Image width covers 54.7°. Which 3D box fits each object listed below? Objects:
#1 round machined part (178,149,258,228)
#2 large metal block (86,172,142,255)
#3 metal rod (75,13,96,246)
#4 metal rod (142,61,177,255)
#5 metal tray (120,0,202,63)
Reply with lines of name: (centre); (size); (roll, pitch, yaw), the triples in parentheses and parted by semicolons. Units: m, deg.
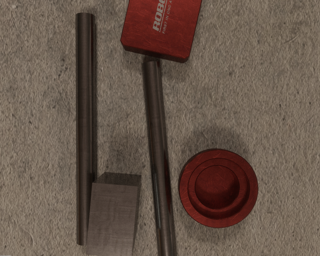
round machined part: (0.072, 0.075, 0.403); (0.099, 0.042, 0.097); (0, 90, -1)
large metal block: (-0.053, 0.102, 0.382); (0.050, 0.080, 0.079); (5, 90, 0)
metal rod: (-0.098, 0.001, 0.408); (0.025, 0.025, 0.298); (0, 90, -1)
metal rod: (0.001, 0.063, 0.410); (0.025, 0.025, 0.298); (-5, 90, -1)
metal tray: (0.007, -0.160, 0.407); (0.091, 0.030, 0.129); (13, 90, -1)
